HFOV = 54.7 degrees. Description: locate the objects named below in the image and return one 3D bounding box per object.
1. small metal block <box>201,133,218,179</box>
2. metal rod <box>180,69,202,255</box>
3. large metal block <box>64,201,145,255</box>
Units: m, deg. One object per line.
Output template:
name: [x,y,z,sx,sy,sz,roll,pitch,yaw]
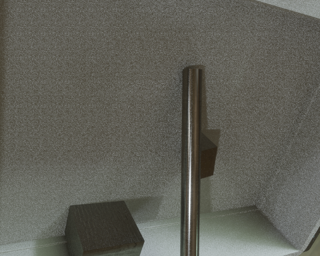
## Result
small metal block: [0.056,0.037,0.448,0.025,0.050,0.050,-12,124,-22]
metal rod: [0.040,0.075,0.402,0.025,0.025,0.298,-2,95,-28]
large metal block: [-0.078,0.148,0.423,0.081,0.080,0.050,2,117,-30]
